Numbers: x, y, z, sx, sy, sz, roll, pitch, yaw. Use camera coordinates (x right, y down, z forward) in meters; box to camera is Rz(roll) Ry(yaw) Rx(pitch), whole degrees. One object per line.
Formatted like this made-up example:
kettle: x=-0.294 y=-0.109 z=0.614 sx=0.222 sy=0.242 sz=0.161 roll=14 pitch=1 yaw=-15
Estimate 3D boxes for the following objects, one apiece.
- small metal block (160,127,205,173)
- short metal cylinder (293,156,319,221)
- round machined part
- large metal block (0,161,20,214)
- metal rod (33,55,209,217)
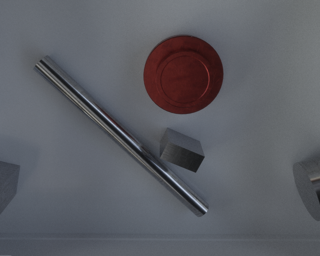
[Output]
small metal block: x=0.028 y=0.028 z=0.409 sx=0.050 sy=0.050 sz=0.025 roll=23 pitch=108 yaw=-9
short metal cylinder: x=0.221 y=0.078 z=0.414 sx=0.050 sy=0.080 sz=0.080 roll=-17 pitch=110 yaw=6
round machined part: x=0.029 y=-0.063 z=0.380 sx=0.099 sy=0.042 sz=0.097 roll=0 pitch=110 yaw=-1
large metal block: x=-0.245 y=0.080 z=0.408 sx=0.081 sy=0.080 sz=0.050 roll=15 pitch=109 yaw=-6
metal rod: x=-0.042 y=0.020 z=0.418 sx=0.025 sy=0.025 sz=0.300 roll=-42 pitch=105 yaw=14
